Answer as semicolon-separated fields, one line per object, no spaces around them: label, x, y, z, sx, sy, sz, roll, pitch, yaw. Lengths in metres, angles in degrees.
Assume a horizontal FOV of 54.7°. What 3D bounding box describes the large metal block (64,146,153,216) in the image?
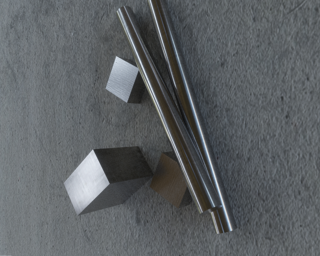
large metal block;-0.070;0.070;0.424;0.080;0.081;0.050;-46;63;30

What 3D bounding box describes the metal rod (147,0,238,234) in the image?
metal rod;0.034;-0.027;0.374;0.025;0.025;0.299;-25;74;37

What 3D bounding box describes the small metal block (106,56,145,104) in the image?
small metal block;-0.045;-0.068;0.440;0.050;0.025;0.050;34;111;34

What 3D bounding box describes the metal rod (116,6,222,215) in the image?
metal rod;0.000;-0.041;0.380;0.025;0.025;0.299;-40;59;32

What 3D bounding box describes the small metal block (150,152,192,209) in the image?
small metal block;0.020;0.063;0.387;0.050;0.025;0.050;30;109;35
